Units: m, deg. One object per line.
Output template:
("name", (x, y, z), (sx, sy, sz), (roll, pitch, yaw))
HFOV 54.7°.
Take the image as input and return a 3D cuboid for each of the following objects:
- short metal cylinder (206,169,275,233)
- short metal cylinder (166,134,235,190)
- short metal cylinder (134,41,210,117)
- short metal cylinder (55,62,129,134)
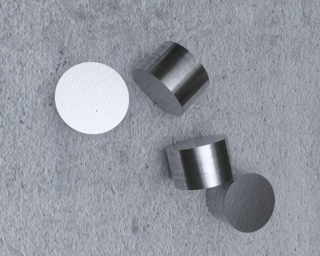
("short metal cylinder", (0.113, 0.100, 0.437), (0.081, 0.050, 0.080), (0, 90, -20))
("short metal cylinder", (0.052, 0.042, 0.399), (0.081, 0.080, 0.050), (-15, 95, -19))
("short metal cylinder", (0.014, -0.060, 0.385), (0.080, 0.080, 0.050), (46, 76, -14))
("short metal cylinder", (-0.082, -0.033, 0.365), (0.081, 0.050, 0.080), (0, 90, -20))
